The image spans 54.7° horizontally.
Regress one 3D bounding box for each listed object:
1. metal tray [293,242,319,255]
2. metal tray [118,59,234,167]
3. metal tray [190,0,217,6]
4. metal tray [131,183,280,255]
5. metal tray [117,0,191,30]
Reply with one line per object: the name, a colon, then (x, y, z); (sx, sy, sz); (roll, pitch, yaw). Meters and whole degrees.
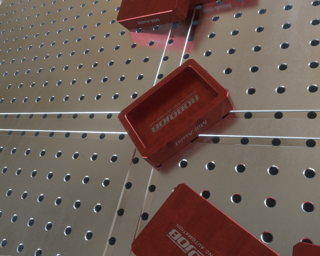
metal tray: (0.144, 0.162, 0.230); (0.090, 0.030, 0.130); (3, 63, 29)
metal tray: (0.018, -0.022, 0.408); (0.130, 0.030, 0.090); (-38, 51, 2)
metal tray: (0.091, -0.253, 0.511); (0.130, 0.030, 0.090); (-2, 61, 27)
metal tray: (0.044, 0.127, 0.304); (0.130, 0.030, 0.090); (33, 80, 38)
metal tray: (-0.008, -0.218, 0.517); (0.130, 0.030, 0.090); (6, 78, 40)
